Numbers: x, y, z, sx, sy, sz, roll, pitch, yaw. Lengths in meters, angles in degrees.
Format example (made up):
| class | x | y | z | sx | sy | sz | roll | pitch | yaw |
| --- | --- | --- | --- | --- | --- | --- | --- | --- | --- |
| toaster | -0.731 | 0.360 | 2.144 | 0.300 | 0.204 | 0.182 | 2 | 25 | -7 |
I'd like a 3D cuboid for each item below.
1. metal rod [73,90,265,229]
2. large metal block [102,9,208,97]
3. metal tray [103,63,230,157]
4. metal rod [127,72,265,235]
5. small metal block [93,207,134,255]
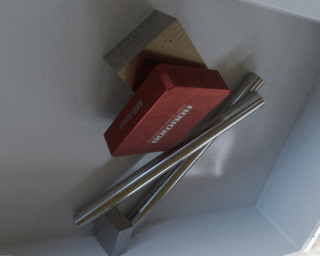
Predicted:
| class | x | y | z | sx | sy | sz | roll | pitch | yaw |
| --- | --- | --- | --- | --- | --- | --- | --- | --- | --- |
| metal rod | 0.011 | 0.044 | 0.426 | 0.301 | 0.025 | 0.025 | -35 | 130 | 1 |
| large metal block | -0.002 | -0.070 | 0.349 | 0.080 | 0.050 | 0.080 | -42 | 130 | 1 |
| metal tray | 0.004 | -0.015 | 0.353 | 0.091 | 0.030 | 0.129 | -3 | 148 | -40 |
| metal rod | 0.045 | 0.042 | 0.460 | 0.025 | 0.025 | 0.299 | 34 | 99 | -39 |
| small metal block | -0.068 | 0.147 | 0.444 | 0.025 | 0.050 | 0.050 | -6 | 122 | -44 |
